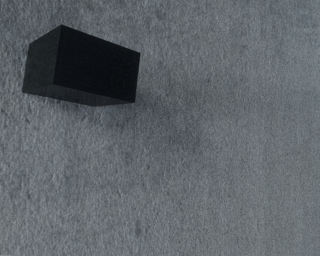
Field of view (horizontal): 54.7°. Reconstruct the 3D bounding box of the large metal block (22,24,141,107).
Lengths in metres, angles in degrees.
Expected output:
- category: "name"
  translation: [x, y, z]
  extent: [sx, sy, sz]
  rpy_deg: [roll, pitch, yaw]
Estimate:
- category: "large metal block"
  translation: [-0.078, -0.054, 0.305]
  extent: [0.081, 0.080, 0.050]
  rpy_deg: [10, 84, -40]
